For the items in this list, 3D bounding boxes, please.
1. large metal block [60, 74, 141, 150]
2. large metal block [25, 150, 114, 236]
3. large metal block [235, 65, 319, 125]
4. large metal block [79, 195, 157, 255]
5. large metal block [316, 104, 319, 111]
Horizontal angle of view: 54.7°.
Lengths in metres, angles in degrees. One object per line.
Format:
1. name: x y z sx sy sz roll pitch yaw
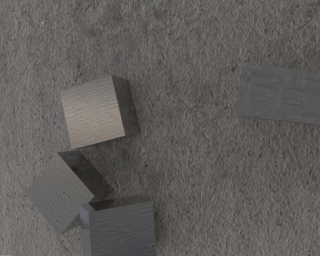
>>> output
1. large metal block: -0.080 -0.020 0.424 0.080 0.050 0.080 -15 85 19
2. large metal block: -0.129 0.089 0.441 0.080 0.050 0.080 45 104 14
3. large metal block: 0.130 -0.033 0.334 0.080 0.080 0.050 8 93 20
4. large metal block: -0.053 0.135 0.392 0.050 0.081 0.080 -7 87 63
5. large metal block: 0.208 -0.040 0.306 0.050 0.080 0.080 38 102 16
